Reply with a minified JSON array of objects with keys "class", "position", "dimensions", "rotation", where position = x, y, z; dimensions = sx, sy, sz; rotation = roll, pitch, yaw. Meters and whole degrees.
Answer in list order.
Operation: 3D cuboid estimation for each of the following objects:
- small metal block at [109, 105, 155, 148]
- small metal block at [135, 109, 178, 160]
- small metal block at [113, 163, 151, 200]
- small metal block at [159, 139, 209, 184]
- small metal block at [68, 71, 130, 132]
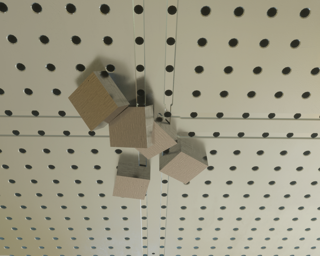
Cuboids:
[{"class":"small metal block","position":[-0.035,-0.003,0.386],"dimensions":[0.050,0.025,0.050],"rotation":[1,100,21]},{"class":"small metal block","position":[-0.012,0.009,0.420],"dimensions":[0.050,0.025,0.050],"rotation":[-31,124,23]},{"class":"small metal block","position":[-0.045,0.084,0.483],"dimensions":[0.050,0.025,0.050],"rotation":[9,130,-8]},{"class":"small metal block","position":[0.034,0.051,0.456],"dimensions":[0.050,0.025,0.050],"rotation":[30,124,-23]},{"class":"small metal block","position":[-0.073,-0.032,0.367],"dimensions":[0.050,0.025,0.050],"rotation":[-38,83,27]}]
